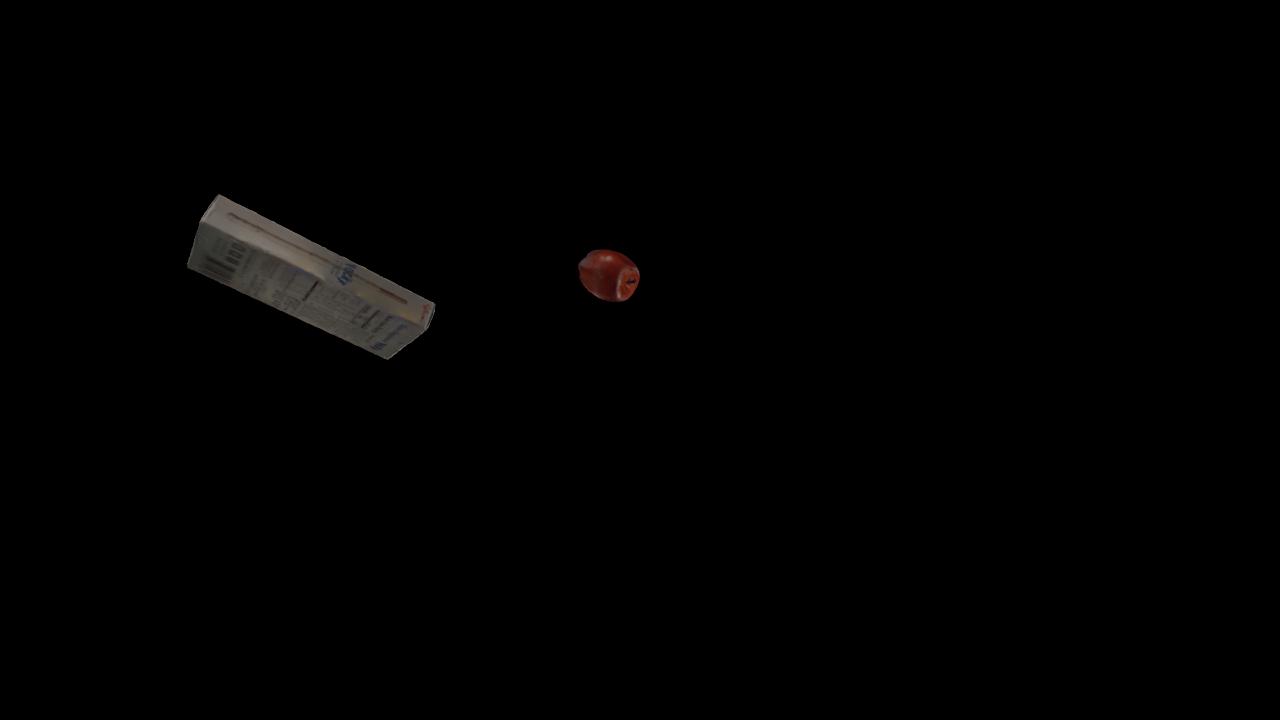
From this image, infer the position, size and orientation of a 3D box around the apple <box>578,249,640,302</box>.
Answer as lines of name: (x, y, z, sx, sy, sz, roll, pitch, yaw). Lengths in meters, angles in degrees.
apple: (-0.045, -0.127, 0.922, 0.093, 0.079, 0.079, 23, 11, 26)

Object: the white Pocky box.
white Pocky box: (-0.240, -0.053, 0.454, 0.154, 0.028, 0.084, 30, -34, -31)
